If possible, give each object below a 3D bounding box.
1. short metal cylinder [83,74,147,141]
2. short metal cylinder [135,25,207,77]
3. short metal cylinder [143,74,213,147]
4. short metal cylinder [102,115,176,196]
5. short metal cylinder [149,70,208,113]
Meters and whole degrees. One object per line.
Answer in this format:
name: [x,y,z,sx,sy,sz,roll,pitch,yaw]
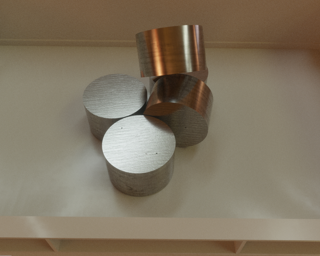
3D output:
short metal cylinder: [-0.056,-0.026,0.407,0.081,0.050,0.080,0,50,0]
short metal cylinder: [0.014,-0.091,0.372,0.080,0.050,0.080,-7,10,1]
short metal cylinder: [0.023,-0.021,0.386,0.080,0.080,0.050,10,51,8]
short metal cylinder: [-0.023,0.031,0.359,0.081,0.050,0.080,0,50,0]
short metal cylinder: [0.025,-0.062,0.439,0.081,0.050,0.080,0,50,0]
